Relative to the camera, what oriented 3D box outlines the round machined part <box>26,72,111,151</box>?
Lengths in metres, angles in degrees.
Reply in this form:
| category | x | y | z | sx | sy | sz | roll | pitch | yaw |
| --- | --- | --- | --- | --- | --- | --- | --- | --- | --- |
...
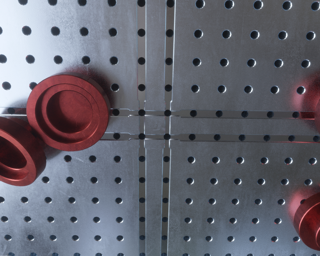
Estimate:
| category | x | y | z | sx | sy | sz | roll | pitch | yaw |
| --- | --- | --- | --- | --- | --- | --- | --- | --- | --- |
| round machined part | -0.112 | -0.023 | 0.393 | 0.099 | 0.042 | 0.097 | -1 | 109 | -2 |

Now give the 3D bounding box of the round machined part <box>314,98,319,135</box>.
| category | x | y | z | sx | sy | sz | roll | pitch | yaw |
| --- | --- | --- | --- | --- | --- | --- | --- | --- | --- |
| round machined part | 0.249 | -0.022 | 0.400 | 0.099 | 0.042 | 0.097 | 0 | 110 | -1 |

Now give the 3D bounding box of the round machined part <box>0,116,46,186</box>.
| category | x | y | z | sx | sy | sz | roll | pitch | yaw |
| --- | --- | --- | --- | --- | --- | --- | --- | --- | --- |
| round machined part | -0.190 | 0.025 | 0.399 | 0.098 | 0.042 | 0.097 | 10 | 126 | 14 |

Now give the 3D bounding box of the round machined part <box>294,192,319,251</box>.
| category | x | y | z | sx | sy | sz | roll | pitch | yaw |
| --- | --- | --- | --- | --- | --- | --- | --- | --- | --- |
| round machined part | 0.258 | 0.146 | 0.462 | 0.099 | 0.042 | 0.097 | 0 | 110 | -1 |
